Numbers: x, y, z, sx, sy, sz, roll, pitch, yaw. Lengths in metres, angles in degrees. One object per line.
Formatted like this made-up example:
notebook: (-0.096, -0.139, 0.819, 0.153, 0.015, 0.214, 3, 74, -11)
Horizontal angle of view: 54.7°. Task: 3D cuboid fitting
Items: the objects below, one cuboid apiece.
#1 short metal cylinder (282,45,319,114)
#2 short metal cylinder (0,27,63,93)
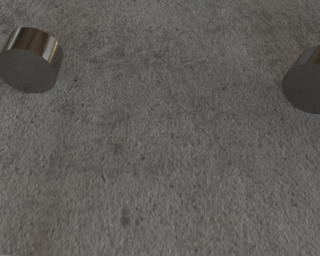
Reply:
short metal cylinder: (0.218, -0.066, 0.426, 0.080, 0.080, 0.050, 29, 56, 22)
short metal cylinder: (-0.186, -0.096, 0.446, 0.081, 0.080, 0.050, 0, 50, -1)
